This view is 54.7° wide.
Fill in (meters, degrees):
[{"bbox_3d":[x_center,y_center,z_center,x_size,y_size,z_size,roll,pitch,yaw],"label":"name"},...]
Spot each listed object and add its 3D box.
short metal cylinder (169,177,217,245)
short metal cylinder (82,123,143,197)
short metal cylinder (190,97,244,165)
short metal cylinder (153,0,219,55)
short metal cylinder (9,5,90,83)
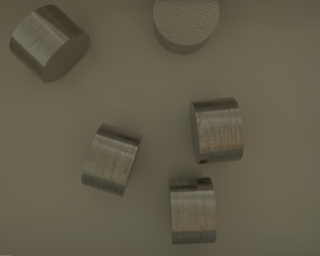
[{"bbox_3d":[0.038,0.102,0.385,0.050,0.080,0.079,-2,90,0],"label":"short metal cylinder"},{"bbox_3d":[-0.057,0.039,0.383,0.050,0.080,0.080,18,90,0],"label":"short metal cylinder"},{"bbox_3d":[0.068,0.003,0.385,0.050,0.080,0.079,-6,90,0],"label":"short metal cylinder"},{"bbox_3d":[0.032,-0.140,0.399,0.081,0.050,0.079,0,90,-1],"label":"short metal cylinder"},{"bbox_3d":[-0.134,-0.102,0.382,0.050,0.080,0.080,43,90,0],"label":"short metal cylinder"}]
